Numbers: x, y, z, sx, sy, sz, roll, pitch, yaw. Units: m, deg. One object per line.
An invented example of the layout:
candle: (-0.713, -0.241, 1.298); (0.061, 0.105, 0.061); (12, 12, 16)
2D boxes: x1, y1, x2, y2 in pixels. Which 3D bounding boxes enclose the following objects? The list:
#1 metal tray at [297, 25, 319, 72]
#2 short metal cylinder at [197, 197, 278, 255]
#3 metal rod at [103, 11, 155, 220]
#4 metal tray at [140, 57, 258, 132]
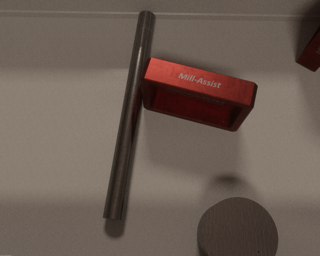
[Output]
metal tray: (0.239, -0.144, 0.409); (0.030, 0.130, 0.090); (34, 73, 11)
short metal cylinder: (0.085, 0.122, 0.353); (0.081, 0.050, 0.080); (0, 70, 0)
metal rod: (-0.038, -0.031, 0.420); (0.025, 0.025, 0.299); (7, 70, 2)
metal tray: (0.044, -0.038, 0.389); (0.131, 0.090, 0.030); (15, 71, 5)
